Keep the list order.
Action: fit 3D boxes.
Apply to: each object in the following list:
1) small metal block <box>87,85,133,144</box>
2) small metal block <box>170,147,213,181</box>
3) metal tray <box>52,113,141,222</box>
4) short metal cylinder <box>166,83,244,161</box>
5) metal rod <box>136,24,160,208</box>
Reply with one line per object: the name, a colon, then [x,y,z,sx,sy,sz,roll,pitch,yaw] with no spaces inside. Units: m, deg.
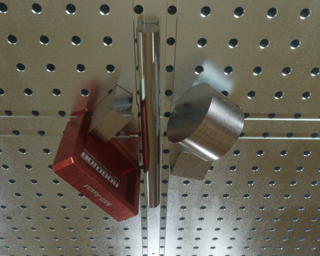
small metal block: [-0.060,-0.017,0.379,0.025,0.050,0.050,34,122,-26]
small metal block: [0.046,0.048,0.454,0.050,0.025,0.050,12,129,-10]
metal tray: [-0.076,0.054,0.413,0.030,0.090,0.130,-26,126,20]
short metal cylinder: [0.052,-0.007,0.370,0.050,0.080,0.080,31,123,-24]
metal rod: [-0.013,0.010,0.419,0.025,0.025,0.298,0,130,0]
